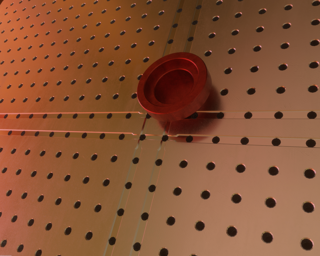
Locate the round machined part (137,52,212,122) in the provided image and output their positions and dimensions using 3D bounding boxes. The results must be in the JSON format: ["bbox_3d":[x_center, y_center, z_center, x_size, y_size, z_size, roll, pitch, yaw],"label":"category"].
[{"bbox_3d":[0.022,-0.050,0.416,0.098,0.042,0.098,-13,56,20],"label":"round machined part"}]
